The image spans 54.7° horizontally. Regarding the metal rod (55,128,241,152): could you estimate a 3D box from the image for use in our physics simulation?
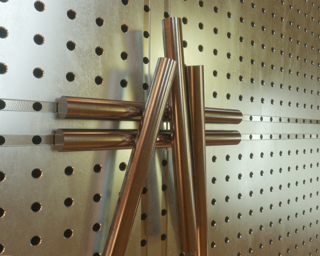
[{"bbox_3d":[0.010,0.014,0.420,0.302,0.025,0.025,1,90,-40],"label":"metal rod"}]

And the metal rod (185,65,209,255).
[{"bbox_3d":[0.052,0.065,0.431,0.025,0.025,0.298,-14,106,-40],"label":"metal rod"}]

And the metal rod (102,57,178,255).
[{"bbox_3d":[-0.030,0.063,0.362,0.025,0.025,0.299,19,85,-39],"label":"metal rod"}]

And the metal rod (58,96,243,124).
[{"bbox_3d":[0.013,-0.020,0.423,0.302,0.025,0.025,1,90,-40],"label":"metal rod"}]

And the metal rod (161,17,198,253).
[{"bbox_3d":[0.026,0.012,0.401,0.025,0.025,0.298,-8,95,-40],"label":"metal rod"}]
